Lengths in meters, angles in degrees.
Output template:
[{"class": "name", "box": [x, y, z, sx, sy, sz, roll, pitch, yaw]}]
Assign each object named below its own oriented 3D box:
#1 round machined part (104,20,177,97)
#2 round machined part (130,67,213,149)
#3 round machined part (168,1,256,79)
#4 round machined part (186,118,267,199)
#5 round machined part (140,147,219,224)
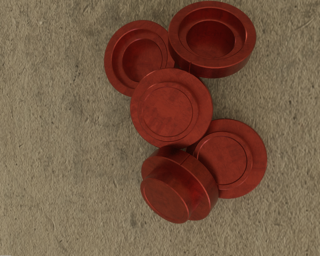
[{"class": "round machined part", "box": [-0.020, -0.087, 0.407, 0.098, 0.042, 0.097, 0, 90, 19]}, {"class": "round machined part", "box": [0.012, -0.021, 0.361, 0.098, 0.042, 0.097, 2, 101, 11]}, {"class": "round machined part", "box": [0.059, -0.098, 0.365, 0.099, 0.042, 0.098, 0, 65, 0]}, {"class": "round machined part", "box": [0.077, 0.037, 0.373, 0.098, 0.042, 0.097, 0, 90, 19]}, {"class": "round machined part", "box": [0.016, 0.074, 0.368, 0.098, 0.042, 0.097, 24, 136, 26]}]
